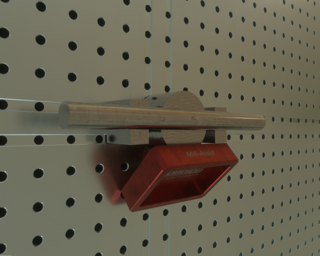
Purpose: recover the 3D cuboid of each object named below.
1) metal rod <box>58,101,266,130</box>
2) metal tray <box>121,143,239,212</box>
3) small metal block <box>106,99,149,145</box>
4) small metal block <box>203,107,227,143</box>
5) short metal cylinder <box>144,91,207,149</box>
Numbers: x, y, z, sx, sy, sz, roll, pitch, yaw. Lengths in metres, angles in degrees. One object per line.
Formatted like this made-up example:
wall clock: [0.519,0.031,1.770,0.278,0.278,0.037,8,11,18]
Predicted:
metal rod: [0.031,-0.010,0.370,0.302,0.025,0.025,1,90,-40]
metal tray: [0.027,0.061,0.393,0.131,0.089,0.030,1,47,-40]
small metal block: [-0.038,-0.007,0.361,0.025,0.050,0.050,-1,91,-40]
small metal block: [0.069,-0.004,0.451,0.025,0.050,0.050,-1,91,-40]
short metal cylinder: [0.015,-0.007,0.405,0.081,0.050,0.080,0,90,-40]
